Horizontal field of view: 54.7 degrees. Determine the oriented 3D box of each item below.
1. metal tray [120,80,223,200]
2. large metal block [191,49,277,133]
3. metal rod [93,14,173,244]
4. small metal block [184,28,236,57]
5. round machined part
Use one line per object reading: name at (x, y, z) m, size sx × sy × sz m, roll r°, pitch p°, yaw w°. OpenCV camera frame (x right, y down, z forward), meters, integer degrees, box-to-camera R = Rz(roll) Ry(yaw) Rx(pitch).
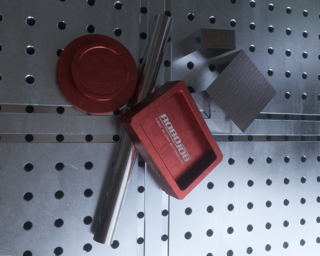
metal tray at (0.019, 0.016, 0.401) m, size 0.090 × 0.030 × 0.130 m, roll -40°, pitch 113°, yaw -23°
large metal block at (0.102, -0.049, 0.439) m, size 0.080 × 0.050 × 0.080 m, roll 46°, pitch 76°, yaw -15°
metal rod at (-0.033, -0.003, 0.401) m, size 0.025 × 0.025 × 0.299 m, roll 17°, pitch 84°, yaw -20°
small metal block at (0.068, -0.116, 0.425) m, size 0.050 × 0.050 × 0.025 m, roll -4°, pitch 92°, yaw -20°
round machined part at (-0.074, -0.066, 0.377) m, size 0.099 × 0.042 × 0.097 m, roll 0°, pitch 90°, yaw -21°
